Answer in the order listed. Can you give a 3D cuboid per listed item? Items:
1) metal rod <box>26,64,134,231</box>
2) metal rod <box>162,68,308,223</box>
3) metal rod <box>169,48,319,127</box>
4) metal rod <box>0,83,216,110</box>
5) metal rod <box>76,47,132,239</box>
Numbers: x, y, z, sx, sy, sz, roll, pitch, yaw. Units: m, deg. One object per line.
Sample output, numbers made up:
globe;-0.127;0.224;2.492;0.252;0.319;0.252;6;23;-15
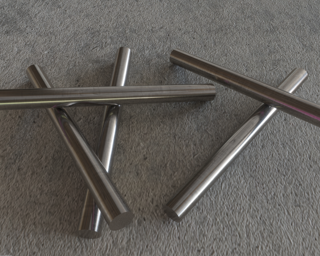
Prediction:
metal rod;-0.114;0.000;0.380;0.025;0.025;0.300;-25;48;-20
metal rod;0.112;0.005;0.399;0.025;0.025;0.302;34;58;25
metal rod;0.130;-0.052;0.417;0.300;0.025;0.025;32;56;34
metal rod;-0.069;-0.041;0.401;0.302;0.025;0.025;-4;49;-18
metal rod;-0.065;-0.007;0.408;0.025;0.025;0.300;2;50;2
